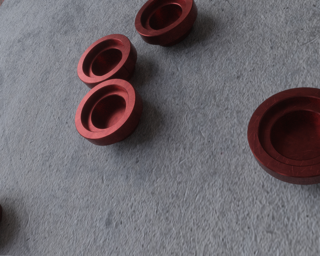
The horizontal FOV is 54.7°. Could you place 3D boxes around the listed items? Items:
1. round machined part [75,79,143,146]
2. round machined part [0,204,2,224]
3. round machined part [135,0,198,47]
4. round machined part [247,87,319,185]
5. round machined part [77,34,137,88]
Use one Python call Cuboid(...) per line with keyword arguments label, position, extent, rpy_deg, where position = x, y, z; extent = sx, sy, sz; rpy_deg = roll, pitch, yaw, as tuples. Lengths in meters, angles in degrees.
Cuboid(label="round machined part", position=(-0.067, -0.018, 0.440), extent=(0.098, 0.042, 0.098), rpy_deg=(-13, 56, 21))
Cuboid(label="round machined part", position=(-0.275, 0.134, 0.455), extent=(0.098, 0.042, 0.098), rpy_deg=(-13, 56, 21))
Cuboid(label="round machined part", position=(0.013, -0.168, 0.490), extent=(0.098, 0.042, 0.098), rpy_deg=(-13, 56, 21))
Cuboid(label="round machined part", position=(0.142, 0.011, 0.312), extent=(0.098, 0.042, 0.098), rpy_deg=(-13, 56, 21))
Cuboid(label="round machined part", position=(-0.079, -0.099, 0.496), extent=(0.098, 0.042, 0.098), rpy_deg=(-13, 56, 21))
